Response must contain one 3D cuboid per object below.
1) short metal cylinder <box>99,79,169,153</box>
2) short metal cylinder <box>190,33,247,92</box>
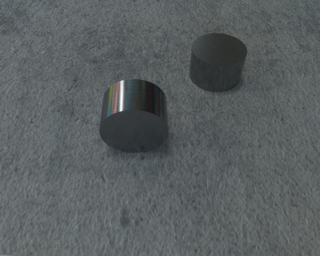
[{"bbox_3d":[-0.031,-0.013,0.378,0.081,0.080,0.050,-1,50,-2],"label":"short metal cylinder"},{"bbox_3d":[0.087,-0.100,0.473,0.081,0.050,0.080,0,50,0],"label":"short metal cylinder"}]
